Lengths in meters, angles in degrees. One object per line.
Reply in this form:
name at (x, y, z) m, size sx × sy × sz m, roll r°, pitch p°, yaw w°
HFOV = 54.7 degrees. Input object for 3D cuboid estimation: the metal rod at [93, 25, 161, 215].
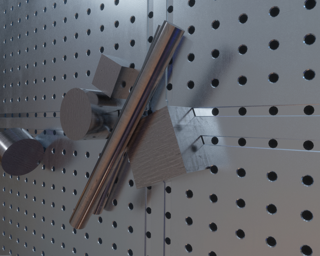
metal rod at (-0.047, 0.001, 0.448) m, size 0.025 × 0.025 × 0.298 m, roll 36°, pitch 112°, yaw 34°

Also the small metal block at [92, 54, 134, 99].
small metal block at (-0.072, -0.078, 0.469) m, size 0.050 × 0.025 × 0.050 m, roll 36°, pitch 112°, yaw 34°

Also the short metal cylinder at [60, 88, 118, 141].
short metal cylinder at (-0.112, -0.021, 0.486) m, size 0.080 × 0.050 × 0.080 m, roll 0°, pitch 90°, yaw 40°

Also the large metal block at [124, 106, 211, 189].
large metal block at (0.006, 0.025, 0.389) m, size 0.080 × 0.050 × 0.080 m, roll -25°, pitch 74°, yaw 37°

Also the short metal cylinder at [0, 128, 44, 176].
short metal cylinder at (-0.276, 0.046, 0.602) m, size 0.050 × 0.081 × 0.079 m, roll 31°, pitch 109°, yaw 36°

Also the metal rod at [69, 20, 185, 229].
metal rod at (-0.050, 0.013, 0.385) m, size 0.025 × 0.025 × 0.298 m, roll 43°, pitch 116°, yaw 31°
